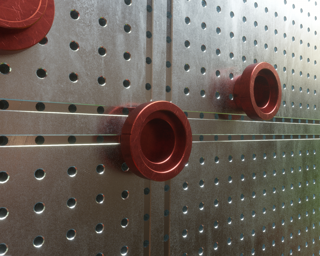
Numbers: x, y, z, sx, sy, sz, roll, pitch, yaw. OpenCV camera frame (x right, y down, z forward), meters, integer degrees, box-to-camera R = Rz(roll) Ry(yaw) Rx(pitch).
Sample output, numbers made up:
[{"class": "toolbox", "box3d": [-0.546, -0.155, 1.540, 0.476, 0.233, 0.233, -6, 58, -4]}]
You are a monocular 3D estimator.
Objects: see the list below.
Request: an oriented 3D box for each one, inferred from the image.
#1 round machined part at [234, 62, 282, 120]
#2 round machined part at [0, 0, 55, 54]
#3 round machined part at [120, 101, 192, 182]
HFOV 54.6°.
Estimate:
[{"class": "round machined part", "box3d": [0.165, -0.062, 0.535, 0.099, 0.042, 0.097, 0, 90, -40]}, {"class": "round machined part", "box3d": [-0.142, -0.119, 0.278, 0.099, 0.042, 0.097, 0, 90, -40]}, {"class": "round machined part", "box3d": [-0.009, 0.016, 0.390, 0.099, 0.042, 0.097, 0, 90, -40]}]
